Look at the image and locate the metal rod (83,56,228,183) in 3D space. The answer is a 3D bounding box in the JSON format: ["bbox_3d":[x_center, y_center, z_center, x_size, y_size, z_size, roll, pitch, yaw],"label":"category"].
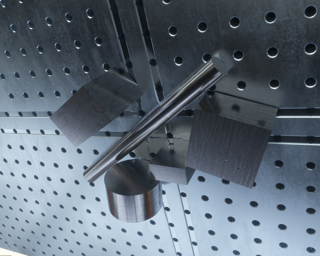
[{"bbox_3d":[-0.026,0.006,0.427,0.025,0.025,0.299,47,129,-5],"label":"metal rod"}]

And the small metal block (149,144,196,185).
[{"bbox_3d":[0.020,0.047,0.413,0.050,0.050,0.025,5,121,25],"label":"small metal block"}]

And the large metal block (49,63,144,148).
[{"bbox_3d":[-0.080,-0.029,0.399,0.080,0.080,0.050,-32,101,38],"label":"large metal block"}]

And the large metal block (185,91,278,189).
[{"bbox_3d":[0.080,0.012,0.356,0.080,0.050,0.079,18,125,17],"label":"large metal block"}]

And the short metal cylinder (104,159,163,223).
[{"bbox_3d":[-0.037,0.089,0.448,0.080,0.080,0.050,11,123,22],"label":"short metal cylinder"}]
